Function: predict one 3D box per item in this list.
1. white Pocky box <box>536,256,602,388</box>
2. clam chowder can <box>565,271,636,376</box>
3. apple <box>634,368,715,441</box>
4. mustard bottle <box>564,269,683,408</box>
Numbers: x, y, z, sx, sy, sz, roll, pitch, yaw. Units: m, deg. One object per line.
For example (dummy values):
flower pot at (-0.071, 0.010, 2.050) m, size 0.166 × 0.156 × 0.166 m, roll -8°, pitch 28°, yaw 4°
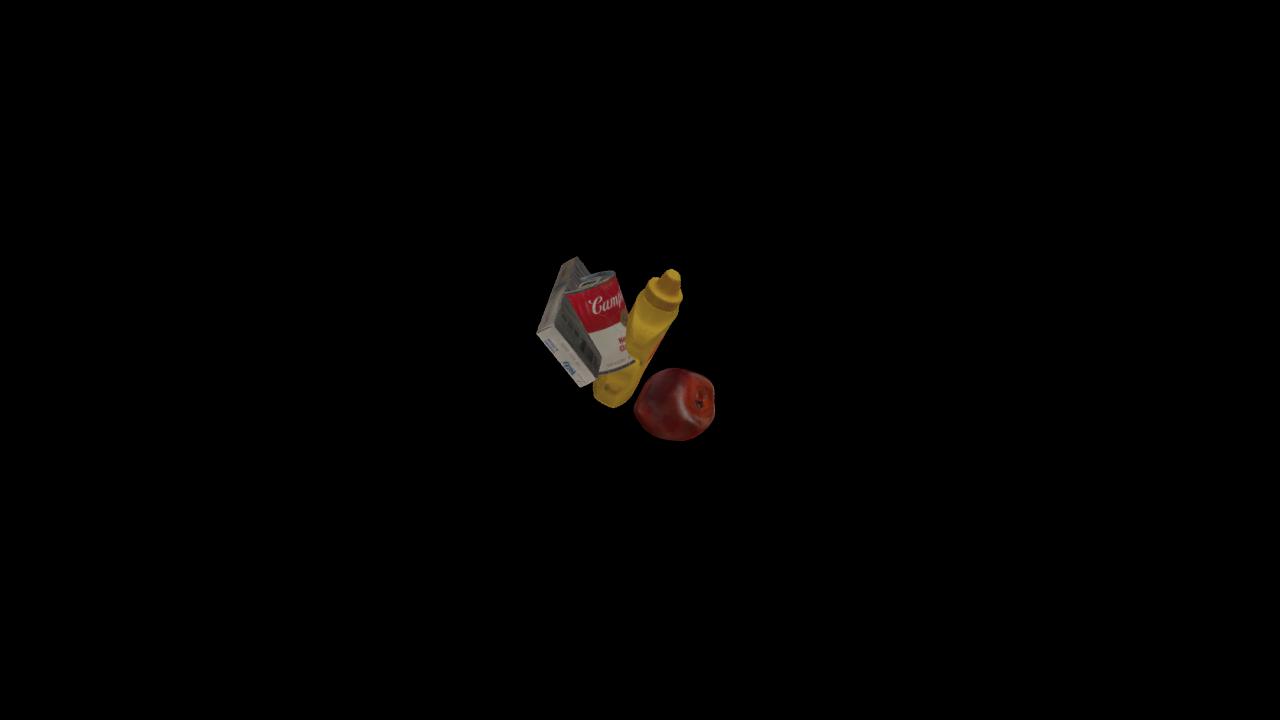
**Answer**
white Pocky box at (-0.069, -0.047, 0.694) m, size 0.028 × 0.084 × 0.154 m, roll -25°, pitch 30°, yaw 21°
clam chowder can at (-0.044, -0.042, 0.696) m, size 0.068 × 0.102 × 0.068 m, roll -16°, pitch 19°, yaw 6°
apple at (0.036, 0.048, 0.649) m, size 0.079 × 0.079 × 0.093 m, roll 0°, pitch -8°, yaw -39°
mustard bottle at (0.002, -0.031, 0.714) m, size 0.054 × 0.184 × 0.092 m, roll 32°, pitch 39°, yaw 4°
